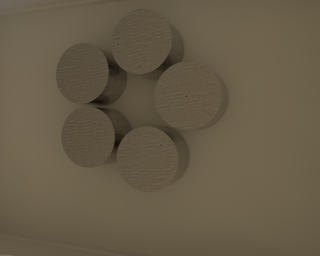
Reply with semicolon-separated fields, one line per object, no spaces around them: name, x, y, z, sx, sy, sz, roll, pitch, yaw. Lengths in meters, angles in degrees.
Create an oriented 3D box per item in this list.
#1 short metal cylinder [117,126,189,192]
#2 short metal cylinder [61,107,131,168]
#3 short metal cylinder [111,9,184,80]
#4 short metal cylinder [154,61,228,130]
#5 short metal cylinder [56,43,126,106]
short metal cylinder;-0.008;0.038;0.398;0.080;0.050;0.080;0;90;20
short metal cylinder;-0.086;0.012;0.425;0.080;0.050;0.080;0;90;20
short metal cylinder;-0.015;-0.105;0.400;0.080;0.050;0.080;0;90;20
short metal cylinder;0.040;-0.038;0.381;0.080;0.050;0.080;0;90;20
short metal cylinder;-0.094;-0.072;0.428;0.080;0.050;0.080;0;90;20
